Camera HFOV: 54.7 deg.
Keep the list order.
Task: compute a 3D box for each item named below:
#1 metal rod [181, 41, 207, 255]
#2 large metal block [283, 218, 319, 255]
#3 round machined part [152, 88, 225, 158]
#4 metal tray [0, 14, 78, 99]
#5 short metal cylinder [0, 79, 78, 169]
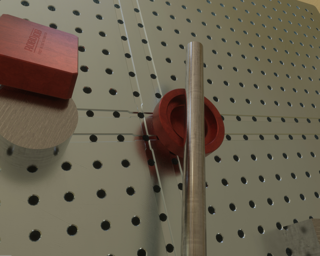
[{"bbox_3d":[0.041,0.008,0.373,0.025,0.025,0.300,17,55,-19],"label":"metal rod"},{"bbox_3d":[0.223,0.168,0.413,0.081,0.050,0.080,9,58,-24],"label":"large metal block"},{"bbox_3d":[0.034,-0.002,0.419,0.099,0.042,0.098,14,56,-21],"label":"round machined part"},{"bbox_3d":[-0.140,-0.083,0.344,0.091,0.030,0.130,13,28,-22],"label":"metal tray"},{"bbox_3d":[-0.132,-0.004,0.324,0.081,0.050,0.080,14,56,-21],"label":"short metal cylinder"}]
